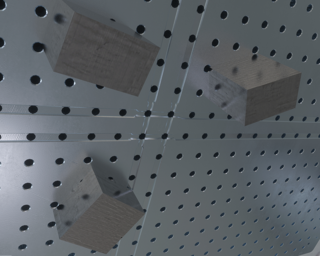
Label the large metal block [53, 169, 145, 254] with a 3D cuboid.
[{"bbox_3d":[-0.082,0.115,0.421,0.080,0.050,0.080,-47,129,5],"label":"large metal block"}]

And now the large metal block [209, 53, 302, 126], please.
[{"bbox_3d":[0.121,-0.054,0.407,0.081,0.080,0.050,-18,126,-18],"label":"large metal block"}]

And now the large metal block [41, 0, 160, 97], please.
[{"bbox_3d":[-0.059,-0.078,0.295,0.081,0.080,0.050,14,111,-34],"label":"large metal block"}]
